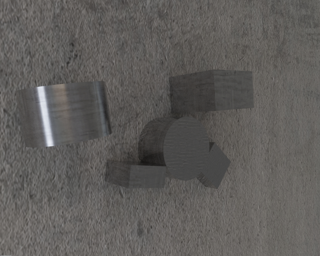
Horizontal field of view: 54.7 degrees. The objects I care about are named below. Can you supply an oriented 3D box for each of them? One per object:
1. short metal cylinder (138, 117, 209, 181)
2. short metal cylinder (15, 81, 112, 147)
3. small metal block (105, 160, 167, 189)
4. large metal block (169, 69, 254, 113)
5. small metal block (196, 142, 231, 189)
[{"bbox_3d":[0.019,0.025,0.404,0.081,0.050,0.080,0,90,-40],"label":"short metal cylinder"},{"bbox_3d":[-0.089,-0.014,0.294,0.081,0.080,0.050,-13,98,-39],"label":"short metal cylinder"},{"bbox_3d":[-0.029,0.054,0.364,0.050,0.050,0.025,8,86,-40],"label":"small metal block"},{"bbox_3d":[0.071,-0.049,0.428,0.081,0.080,0.050,-7,95,-40],"label":"large metal block"},{"bbox_3d":[0.075,0.056,0.468,0.050,0.025,0.050,47,62,-30],"label":"small metal block"}]
